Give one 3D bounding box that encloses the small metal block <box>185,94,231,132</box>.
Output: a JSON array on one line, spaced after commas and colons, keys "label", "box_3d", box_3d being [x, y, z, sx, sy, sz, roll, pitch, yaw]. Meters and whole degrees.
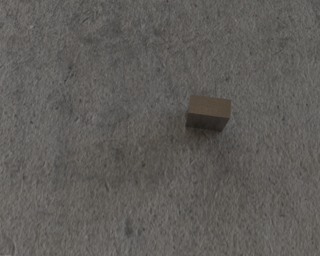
[{"label": "small metal block", "box_3d": [0.061, -0.018, 0.402, 0.050, 0.050, 0.025, 8, 70, 2]}]
